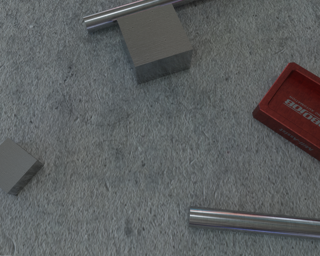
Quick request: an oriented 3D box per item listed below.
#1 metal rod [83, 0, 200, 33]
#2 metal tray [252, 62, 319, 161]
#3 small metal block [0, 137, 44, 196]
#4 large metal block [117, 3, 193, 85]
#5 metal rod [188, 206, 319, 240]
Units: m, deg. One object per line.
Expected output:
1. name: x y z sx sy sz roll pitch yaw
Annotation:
1. metal rod: 0.030 -0.204 0.482 0.302 0.025 0.025 -19 72 -8
2. metal tray: 0.204 -0.018 0.414 0.130 0.030 0.090 36 74 12
3. small metal block: -0.186 0.049 0.388 0.050 0.025 0.050 35 73 11
4. large metal block: -0.008 -0.118 0.438 0.081 0.050 0.080 -19 71 -7
5. metal rod: 0.185 0.120 0.366 0.302 0.025 0.025 5 70 1
